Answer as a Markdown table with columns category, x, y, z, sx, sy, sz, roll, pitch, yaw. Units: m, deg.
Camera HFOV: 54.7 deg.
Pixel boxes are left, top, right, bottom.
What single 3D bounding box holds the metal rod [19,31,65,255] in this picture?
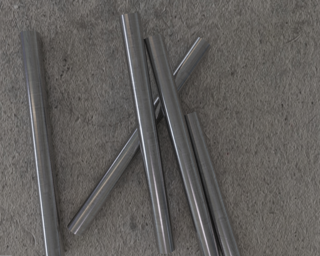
| category | x | y | z | sx | sy | sz | roll | pitch | yaw |
| --- | --- | --- | --- | --- | --- | --- | --- | --- | --- |
| metal rod | -0.155 | 0.024 | 0.408 | 0.025 | 0.025 | 0.298 | -6 | 90 | 0 |

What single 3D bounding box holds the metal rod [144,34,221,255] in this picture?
| category | x | y | z | sx | sy | sz | roll | pitch | yaw |
| --- | --- | --- | --- | --- | --- | --- | --- | --- | --- |
| metal rod | 0.030 | 0.033 | 0.393 | 0.025 | 0.025 | 0.298 | -15 | 97 | 0 |

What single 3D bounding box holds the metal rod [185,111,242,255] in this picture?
| category | x | y | z | sx | sy | sz | roll | pitch | yaw |
| --- | --- | --- | --- | --- | --- | --- | --- | --- | --- |
| metal rod | 0.082 | 0.124 | 0.410 | 0.025 | 0.025 | 0.298 | -17 | 90 | 0 |

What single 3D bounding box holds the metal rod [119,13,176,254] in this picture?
| category | x | y | z | sx | sy | sz | roll | pitch | yaw |
| --- | --- | --- | --- | --- | --- | --- | --- | --- | --- |
| metal rod | -0.014 | 0.014 | 0.386 | 0.025 | 0.025 | 0.298 | -9 | 100 | 0 |

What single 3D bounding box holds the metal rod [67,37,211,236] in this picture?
| category | x | y | z | sx | sy | sz | roll | pitch | yaw |
| --- | --- | --- | --- | --- | --- | --- | --- | --- | --- |
| metal rod | -0.027 | 0.011 | 0.409 | 0.025 | 0.025 | 0.299 | 34 | 90 | 0 |
